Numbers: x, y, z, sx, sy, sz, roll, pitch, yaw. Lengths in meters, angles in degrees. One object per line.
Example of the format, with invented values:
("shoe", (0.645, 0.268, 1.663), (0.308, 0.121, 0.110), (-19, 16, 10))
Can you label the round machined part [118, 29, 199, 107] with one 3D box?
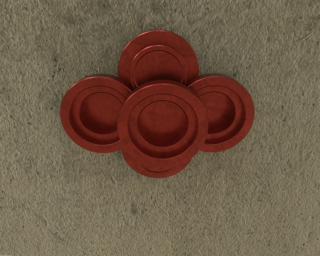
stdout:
("round machined part", (-0.002, -0.068, 0.377), (0.099, 0.042, 0.097), (0, 110, -1))

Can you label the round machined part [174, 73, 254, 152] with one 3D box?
("round machined part", (0.065, -0.022, 0.395), (0.099, 0.042, 0.097), (0, 110, -1))

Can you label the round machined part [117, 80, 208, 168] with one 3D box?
("round machined part", (0.003, -0.007, 0.354), (0.099, 0.042, 0.097), (0, 111, -1))

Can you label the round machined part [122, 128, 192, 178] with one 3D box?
("round machined part", (-0.003, 0.024, 0.411), (0.099, 0.042, 0.097), (0, 110, -1))

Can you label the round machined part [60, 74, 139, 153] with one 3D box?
("round machined part", (-0.071, -0.021, 0.393), (0.099, 0.042, 0.097), (0, 110, -1))
